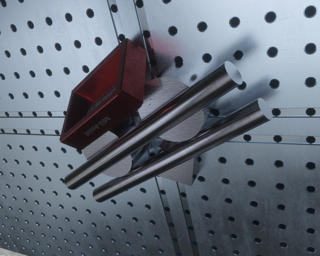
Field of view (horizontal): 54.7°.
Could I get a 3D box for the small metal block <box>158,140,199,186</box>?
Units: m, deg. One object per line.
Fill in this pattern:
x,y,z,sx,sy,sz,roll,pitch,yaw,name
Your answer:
0.025,0.046,0.424,0.050,0.025,0.050,14,124,20,small metal block

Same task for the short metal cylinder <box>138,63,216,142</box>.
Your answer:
0.021,-0.031,0.365,0.080,0.050,0.079,13,124,20,short metal cylinder

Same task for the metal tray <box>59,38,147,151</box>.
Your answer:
-0.071,-0.038,0.379,0.030,0.090,0.130,29,136,-32,metal tray

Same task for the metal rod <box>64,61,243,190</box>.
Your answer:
-0.032,0.015,0.370,0.299,0.025,0.025,-33,100,38,metal rod

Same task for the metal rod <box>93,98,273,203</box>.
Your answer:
0.005,0.043,0.400,0.299,0.025,0.025,-32,101,38,metal rod

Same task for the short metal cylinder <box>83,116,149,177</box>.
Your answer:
-0.063,0.023,0.441,0.080,0.050,0.079,13,124,20,short metal cylinder
